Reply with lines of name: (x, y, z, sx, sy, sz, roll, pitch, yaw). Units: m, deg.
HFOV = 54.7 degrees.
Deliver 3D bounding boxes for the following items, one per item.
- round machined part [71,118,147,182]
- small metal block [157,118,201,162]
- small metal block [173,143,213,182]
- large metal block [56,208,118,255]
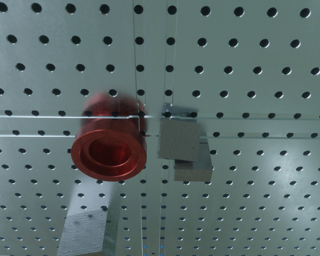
round machined part: (-0.067, 0.026, 0.422, 0.099, 0.042, 0.097, -1, 130, 0)
small metal block: (0.024, 0.017, 0.408, 0.050, 0.050, 0.025, 8, 170, -7)
small metal block: (0.045, 0.048, 0.436, 0.050, 0.050, 0.025, 2, 132, -2)
large metal block: (-0.123, 0.195, 0.540, 0.080, 0.080, 0.050, -13, 129, 10)
